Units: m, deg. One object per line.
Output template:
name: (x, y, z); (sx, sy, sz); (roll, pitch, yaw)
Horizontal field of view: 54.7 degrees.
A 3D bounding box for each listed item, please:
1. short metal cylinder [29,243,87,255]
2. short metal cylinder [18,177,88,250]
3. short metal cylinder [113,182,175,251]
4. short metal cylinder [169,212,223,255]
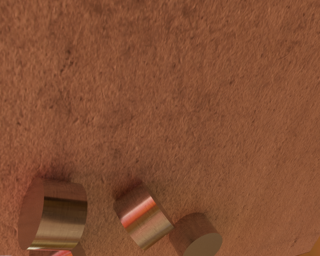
short metal cylinder: (-0.130, 0.184, 0.415); (0.050, 0.080, 0.080); (-28, 128, -11)
short metal cylinder: (-0.128, 0.102, 0.365); (0.050, 0.080, 0.080); (18, 109, -36)
short metal cylinder: (-0.022, 0.123, 0.437); (0.050, 0.080, 0.080); (-36, 130, -5)
short metal cylinder: (0.063, 0.198, 0.550); (0.081, 0.050, 0.079); (-14, 125, -21)
